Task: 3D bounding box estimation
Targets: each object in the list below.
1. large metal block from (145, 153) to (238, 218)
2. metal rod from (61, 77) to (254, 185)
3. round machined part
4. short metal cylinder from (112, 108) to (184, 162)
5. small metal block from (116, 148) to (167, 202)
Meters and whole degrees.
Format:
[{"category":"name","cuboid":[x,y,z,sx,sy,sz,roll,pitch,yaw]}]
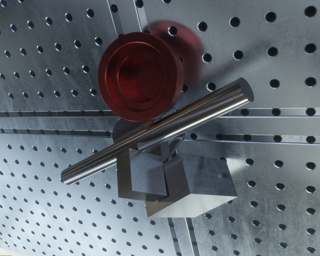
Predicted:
[{"category":"large metal block","cuboid":[0.036,0.076,0.393,0.081,0.050,0.080,13,142,-37]},{"category":"metal rod","cuboid":[-0.029,0.019,0.371,0.299,0.025,0.025,-27,104,37]},{"category":"round machined part","cuboid":[-0.019,-0.058,0.358,0.098,0.042,0.097,3,97,22]},{"category":"short metal cylinder","cuboid":[-0.014,0.009,0.406,0.080,0.050,0.079,13,124,20]},{"category":"small metal block","cuboid":[-0.022,0.056,0.361,0.050,0.050,0.025,19,142,-39]}]
